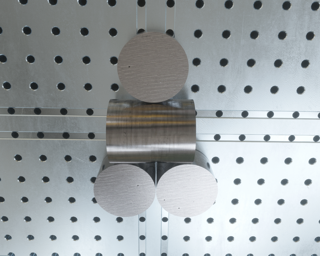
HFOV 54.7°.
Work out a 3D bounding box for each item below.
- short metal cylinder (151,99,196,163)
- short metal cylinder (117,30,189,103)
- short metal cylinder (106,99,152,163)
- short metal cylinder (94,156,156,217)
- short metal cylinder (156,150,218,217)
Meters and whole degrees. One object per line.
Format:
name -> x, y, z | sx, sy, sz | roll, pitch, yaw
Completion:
short metal cylinder -> 0.015, 0.004, 0.386 | 0.050, 0.080, 0.079 | 0, 110, -1
short metal cylinder -> -0.008, -0.076, 0.372 | 0.081, 0.050, 0.079 | 0, 110, -1
short metal cylinder -> -0.035, 0.004, 0.385 | 0.050, 0.080, 0.079 | 0, 110, -1
short metal cylinder -> -0.046, 0.074, 0.426 | 0.081, 0.050, 0.079 | 0, 110, -1
short metal cylinder -> 0.035, 0.074, 0.426 | 0.081, 0.050, 0.079 | 0, 110, -1
